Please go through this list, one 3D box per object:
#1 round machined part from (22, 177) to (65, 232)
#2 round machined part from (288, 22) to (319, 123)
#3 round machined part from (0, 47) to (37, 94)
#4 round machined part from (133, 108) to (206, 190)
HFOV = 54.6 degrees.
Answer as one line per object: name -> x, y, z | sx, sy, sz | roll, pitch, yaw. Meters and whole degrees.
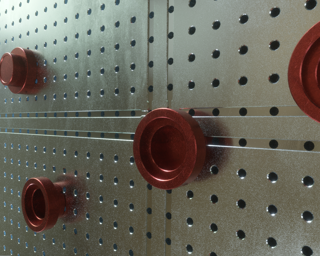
round machined part -> -0.214, 0.139, 0.577 | 0.098, 0.042, 0.097 | 0, 90, 40
round machined part -> 0.165, -0.047, 0.262 | 0.098, 0.042, 0.097 | 0, 90, 40
round machined part -> -0.303, -0.121, 0.651 | 0.098, 0.042, 0.097 | 0, 90, 40
round machined part -> 0.016, 0.025, 0.386 | 0.098, 0.042, 0.097 | 0, 90, 40
